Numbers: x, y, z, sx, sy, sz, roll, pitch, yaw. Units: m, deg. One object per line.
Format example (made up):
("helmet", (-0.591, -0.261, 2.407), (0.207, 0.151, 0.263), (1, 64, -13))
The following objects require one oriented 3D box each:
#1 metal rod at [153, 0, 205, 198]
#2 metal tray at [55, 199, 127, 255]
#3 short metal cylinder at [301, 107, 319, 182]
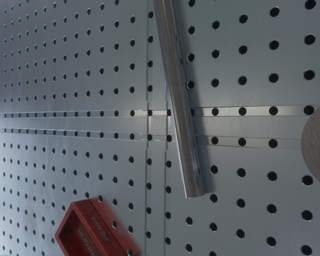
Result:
("metal rod", (0.019, -0.064, 0.393), (0.025, 0.025, 0.298), (-15, 81, 39))
("metal tray", (-0.115, 0.193, 0.501), (0.130, 0.030, 0.089), (45, 117, 30))
("short metal cylinder", (0.166, 0.013, 0.256), (0.080, 0.050, 0.080), (0, 90, 40))
